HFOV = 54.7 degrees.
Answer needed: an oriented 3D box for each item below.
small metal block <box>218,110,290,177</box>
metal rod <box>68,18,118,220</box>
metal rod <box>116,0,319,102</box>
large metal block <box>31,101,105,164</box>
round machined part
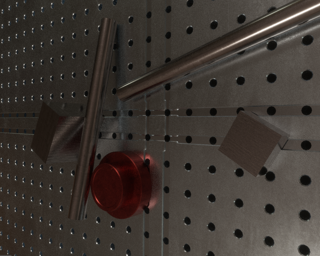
[{"bbox_3d":[0.098,0.016,0.327,0.050,0.025,0.050,38,113,33],"label":"small metal block"},{"bbox_3d":[-0.100,-0.015,0.463,0.025,0.025,0.298,7,86,39],"label":"metal rod"},{"bbox_3d":[0.058,-0.087,0.359,0.300,0.025,0.025,-18,79,38],"label":"metal rod"},{"bbox_3d":[-0.146,0.007,0.491,0.050,0.081,0.079,35,111,34],"label":"large metal block"},{"bbox_3d":[-0.063,0.083,0.448,0.098,0.042,0.097,0,90,39],"label":"round machined part"}]
